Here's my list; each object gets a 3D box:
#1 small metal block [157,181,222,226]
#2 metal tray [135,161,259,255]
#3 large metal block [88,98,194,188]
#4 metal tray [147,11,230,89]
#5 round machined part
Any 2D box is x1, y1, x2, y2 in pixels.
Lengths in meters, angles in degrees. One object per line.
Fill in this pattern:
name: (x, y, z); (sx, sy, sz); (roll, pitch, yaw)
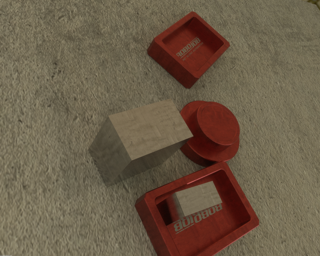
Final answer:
small metal block: (0.030, 0.083, 0.338); (0.050, 0.050, 0.025); (-9, 67, -33)
metal tray: (0.047, 0.101, 0.365); (0.131, 0.030, 0.090); (-16, 70, -35)
large metal block: (-0.024, 0.017, 0.347); (0.081, 0.080, 0.050); (-19, 72, -36)
metal tray: (0.051, -0.132, 0.510); (0.090, 0.030, 0.131); (42, 51, 0)
round machined part: (0.071, 0.002, 0.432); (0.099, 0.042, 0.098); (14, 56, -21)
